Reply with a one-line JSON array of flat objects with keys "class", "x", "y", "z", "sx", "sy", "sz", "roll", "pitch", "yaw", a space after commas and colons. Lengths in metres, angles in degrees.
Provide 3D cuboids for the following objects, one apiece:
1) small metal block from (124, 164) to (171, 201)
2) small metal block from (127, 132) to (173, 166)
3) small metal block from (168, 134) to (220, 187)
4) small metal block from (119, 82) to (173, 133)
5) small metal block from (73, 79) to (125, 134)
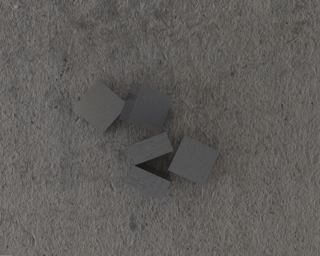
[{"class": "small metal block", "x": -0.015, "y": 0.066, "z": 0.397, "sx": 0.050, "sy": 0.050, "sz": 0.025, "roll": 24, "pitch": 91, "yaw": 0}, {"class": "small metal block", "x": -0.012, "y": 0.025, "z": 0.397, "sx": 0.050, "sy": 0.050, "sz": 0.025, "roll": -20, "pitch": 90, "yaw": 0}, {"class": "small metal block", "x": 0.044, "y": 0.042, "z": 0.410, "sx": 0.050, "sy": 0.025, "sz": 0.050, "roll": 25, "pitch": 90, "yaw": 0}, {"class": "small metal block", "x": -0.018, "y": -0.026, "z": 0.398, "sx": 0.050, "sy": 0.025, "sz": 0.050, "roll": 20, "pitch": 90, "yaw": -34}, {"class": "small metal block", "x": -0.076, "y": -0.028, "z": 0.409, "sx": 0.050, "sy": 0.025, "sz": 0.050, "roll": 41, "pitch": 90, "yaw": 0}]
